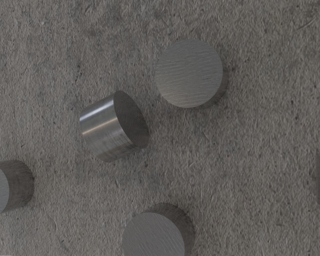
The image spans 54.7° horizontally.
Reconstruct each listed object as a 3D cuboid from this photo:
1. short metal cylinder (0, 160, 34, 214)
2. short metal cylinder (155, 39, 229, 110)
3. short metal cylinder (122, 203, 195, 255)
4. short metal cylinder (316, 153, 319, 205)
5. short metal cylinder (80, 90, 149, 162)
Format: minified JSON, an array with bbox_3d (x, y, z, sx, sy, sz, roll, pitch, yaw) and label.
[{"bbox_3d":[-0.246,0.092,0.483,0.080,0.050,0.080,0,90,20],"label":"short metal cylinder"},{"bbox_3d":[0.041,-0.063,0.381,0.080,0.050,0.080,0,90,20],"label":"short metal cylinder"},{"bbox_3d":[-0.001,0.141,0.396,0.080,0.050,0.080,0,90,20],"label":"short metal cylinder"},{"bbox_3d":[0.201,0.052,0.309,0.080,0.080,0.050,-1,90,20],"label":"short metal cylinder"},{"bbox_3d":[-0.057,-0.002,0.400,0.050,0.080,0.080,-25,82,18],"label":"short metal cylinder"}]
